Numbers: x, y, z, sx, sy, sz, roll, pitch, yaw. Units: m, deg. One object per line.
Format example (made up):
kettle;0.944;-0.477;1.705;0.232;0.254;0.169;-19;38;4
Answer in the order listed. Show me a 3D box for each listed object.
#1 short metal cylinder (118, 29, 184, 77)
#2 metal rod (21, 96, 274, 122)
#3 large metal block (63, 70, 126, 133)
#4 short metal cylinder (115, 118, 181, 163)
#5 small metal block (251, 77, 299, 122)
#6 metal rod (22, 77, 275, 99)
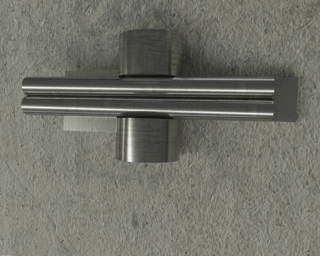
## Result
short metal cylinder;-0.011;-0.086;0.385;0.080;0.080;0.050;2;91;20
metal rod;-0.024;-0.024;0.371;0.301;0.025;0.025;2;91;12
large metal block;-0.082;-0.035;0.426;0.080;0.050;0.080;2;91;20
short metal cylinder;-0.015;0.013;0.386;0.080;0.080;0.050;2;91;20
small metal block;0.133;-0.033;0.363;0.050;0.025;0.050;3;91;20
metal rod;-0.023;-0.049;0.371;0.301;0.025;0.025;2;91;12
